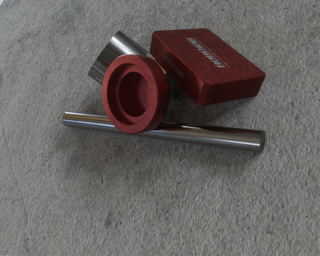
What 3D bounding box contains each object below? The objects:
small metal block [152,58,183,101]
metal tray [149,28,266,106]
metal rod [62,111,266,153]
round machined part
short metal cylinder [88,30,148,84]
[{"bbox_3d":[0.001,-0.069,0.429,0.050,0.050,0.025,26,76,37],"label":"small metal block"},{"bbox_3d":[0.055,-0.083,0.391,0.091,0.030,0.130,-12,46,-27],"label":"metal tray"},{"bbox_3d":[-0.017,0.001,0.414,0.300,0.025,0.025,6,65,31],"label":"metal rod"},{"bbox_3d":[-0.026,-0.043,0.394,0.098,0.042,0.097,7,101,39],"label":"round machined part"},{"bbox_3d":[-0.061,-0.095,0.454,0.080,0.050,0.080,-51,11,15],"label":"short metal cylinder"}]
